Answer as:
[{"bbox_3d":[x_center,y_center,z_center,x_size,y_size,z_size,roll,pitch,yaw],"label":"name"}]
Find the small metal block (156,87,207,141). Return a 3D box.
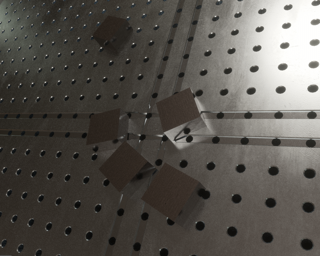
[{"bbox_3d":[0.027,-0.018,0.404,0.050,0.025,0.050,-24,53,13],"label":"small metal block"}]

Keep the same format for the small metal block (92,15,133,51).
[{"bbox_3d":[-0.085,-0.171,0.556,0.050,0.025,0.050,26,76,36],"label":"small metal block"}]

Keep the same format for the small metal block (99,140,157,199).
[{"bbox_3d":[-0.042,0.052,0.397,0.050,0.025,0.050,-48,52,-6],"label":"small metal block"}]

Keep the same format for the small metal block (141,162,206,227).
[{"bbox_3d":[0.015,0.075,0.353,0.050,0.025,0.050,25,75,36],"label":"small metal block"}]

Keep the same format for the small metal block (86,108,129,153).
[{"bbox_3d":[-0.074,0.004,0.443,0.050,0.025,0.050,-12,57,21],"label":"small metal block"}]
